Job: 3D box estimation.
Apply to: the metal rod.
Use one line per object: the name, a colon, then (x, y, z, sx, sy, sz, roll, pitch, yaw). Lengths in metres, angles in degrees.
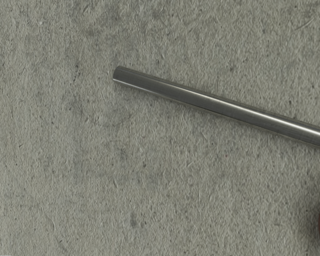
metal rod: (0.076, -0.026, 0.381, 0.301, 0.025, 0.025, 20, 97, 18)
